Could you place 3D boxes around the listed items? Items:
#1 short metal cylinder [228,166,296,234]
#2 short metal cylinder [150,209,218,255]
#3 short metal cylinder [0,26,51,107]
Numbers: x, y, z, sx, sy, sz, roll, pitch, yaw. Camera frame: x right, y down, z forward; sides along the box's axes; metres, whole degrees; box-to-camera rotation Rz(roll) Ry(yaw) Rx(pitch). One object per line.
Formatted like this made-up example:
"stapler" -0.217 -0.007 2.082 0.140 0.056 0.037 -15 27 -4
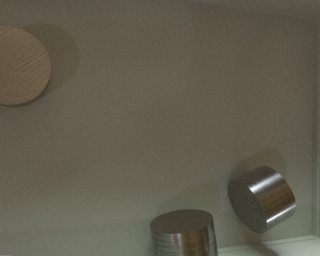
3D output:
"short metal cylinder" 0.141 0.100 0.435 0.050 0.080 0.080 -22 98 -19
"short metal cylinder" 0.031 0.142 0.394 0.081 0.080 0.050 -9 94 -20
"short metal cylinder" -0.162 -0.064 0.337 0.081 0.050 0.079 0 90 -21
